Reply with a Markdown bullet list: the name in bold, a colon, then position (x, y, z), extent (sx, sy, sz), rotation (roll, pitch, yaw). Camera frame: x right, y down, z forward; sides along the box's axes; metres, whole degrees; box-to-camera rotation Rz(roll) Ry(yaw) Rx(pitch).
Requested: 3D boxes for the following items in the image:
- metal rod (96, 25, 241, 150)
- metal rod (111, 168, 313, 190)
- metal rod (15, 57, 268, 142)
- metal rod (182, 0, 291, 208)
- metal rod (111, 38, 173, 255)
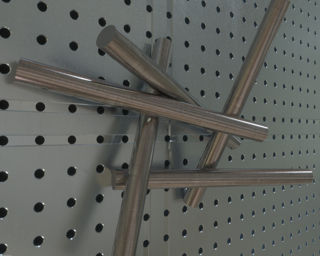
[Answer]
- **metal rod**: position (0.036, -0.031, 0.400), extent (0.301, 0.025, 0.025), rotation (32, 70, -47)
- **metal rod**: position (0.086, 0.068, 0.421), extent (0.302, 0.025, 0.025), rotation (3, 88, -22)
- **metal rod**: position (0.000, -0.024, 0.355), extent (0.302, 0.025, 0.025), rotation (13, 82, -23)
- **metal rod**: position (0.100, -0.028, 0.423), extent (0.025, 0.025, 0.299), rotation (15, 102, -39)
- **metal rod**: position (-0.019, 0.026, 0.361), extent (0.025, 0.025, 0.299), rotation (26, 64, -37)
